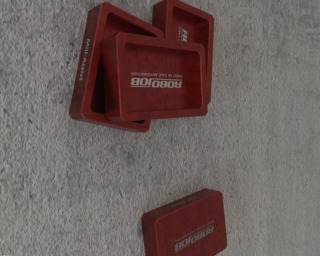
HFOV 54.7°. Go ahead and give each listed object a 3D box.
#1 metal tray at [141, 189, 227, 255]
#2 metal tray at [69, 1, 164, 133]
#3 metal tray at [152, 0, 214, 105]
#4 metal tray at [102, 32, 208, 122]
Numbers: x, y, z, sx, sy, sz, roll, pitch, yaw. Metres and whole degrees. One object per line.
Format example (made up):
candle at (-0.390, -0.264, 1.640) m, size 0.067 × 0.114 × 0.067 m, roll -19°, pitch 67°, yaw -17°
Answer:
metal tray at (0.039, 0.147, 0.434) m, size 0.131 × 0.030 × 0.089 m, roll -11°, pitch 97°, yaw -39°
metal tray at (-0.047, -0.065, 0.361) m, size 0.091 × 0.030 × 0.129 m, roll 14°, pitch 81°, yaw -39°
metal tray at (0.032, -0.100, 0.427) m, size 0.091 × 0.030 × 0.129 m, roll 5°, pitch 87°, yaw -40°
metal tray at (-0.001, -0.056, 0.360) m, size 0.131 × 0.030 × 0.089 m, roll -5°, pitch 94°, yaw -40°
